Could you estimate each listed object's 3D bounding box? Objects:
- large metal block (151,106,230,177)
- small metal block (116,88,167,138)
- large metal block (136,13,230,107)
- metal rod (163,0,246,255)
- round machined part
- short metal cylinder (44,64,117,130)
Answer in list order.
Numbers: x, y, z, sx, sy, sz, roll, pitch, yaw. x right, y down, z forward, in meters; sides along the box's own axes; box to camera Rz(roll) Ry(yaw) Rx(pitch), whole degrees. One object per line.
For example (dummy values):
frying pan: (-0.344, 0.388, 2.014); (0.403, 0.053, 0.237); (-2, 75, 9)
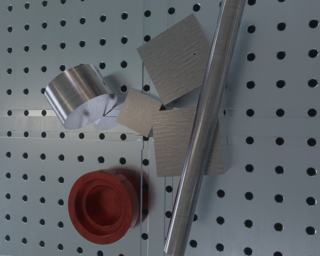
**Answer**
large metal block: (0.039, 0.016, 0.385); (0.080, 0.050, 0.080); (-6, 88, 20)
small metal block: (-0.024, -0.021, 0.421); (0.050, 0.025, 0.050); (27, 99, 18)
large metal block: (0.030, -0.080, 0.389); (0.080, 0.050, 0.080); (-28, 81, 18)
metal rod: (0.049, -0.005, 0.341); (0.025, 0.025, 0.298); (14, 95, 19)
round machined part: (-0.074, 0.105, 0.429); (0.098, 0.042, 0.097); (0, 90, 20)
short metal cylinder: (-0.106, -0.041, 0.421); (0.080, 0.080, 0.050); (-38, 78, 16)
